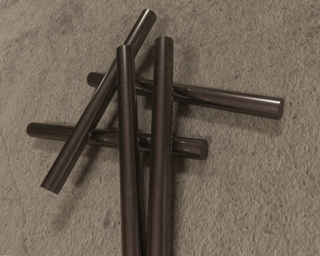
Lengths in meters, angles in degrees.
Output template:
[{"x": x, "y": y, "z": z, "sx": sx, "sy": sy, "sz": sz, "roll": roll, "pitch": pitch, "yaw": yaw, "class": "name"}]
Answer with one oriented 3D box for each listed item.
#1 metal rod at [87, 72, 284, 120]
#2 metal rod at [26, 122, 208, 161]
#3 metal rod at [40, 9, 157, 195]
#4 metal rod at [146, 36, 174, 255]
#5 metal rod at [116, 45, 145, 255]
[{"x": 0.012, "y": -0.050, "z": 0.427, "sx": 0.300, "sy": 0.025, "sz": 0.025, "roll": 14, "pitch": 69, "yaw": 33, "class": "metal rod"}, {"x": -0.078, "y": 0.014, "z": 0.434, "sx": 0.300, "sy": 0.025, "sz": 0.025, "roll": 5, "pitch": 64, "yaw": 30, "class": "metal rod"}, {"x": -0.079, "y": -0.049, "z": 0.439, "sx": 0.025, "sy": 0.025, "sz": 0.300, "roll": 14, "pitch": 69, "yaw": 33, "class": "metal rod"}, {"x": 0.001, "y": 0.027, "z": 0.355, "sx": 0.025, "sy": 0.025, "sz": 0.299, "roll": -8, "pitch": 68, "yaw": 24, "class": "metal rod"}, {"x": -0.037, "y": 0.028, "z": 0.375, "sx": 0.025, "sy": 0.025, "sz": 0.299, "roll": -14, "pitch": 65, "yaw": 20, "class": "metal rod"}]
